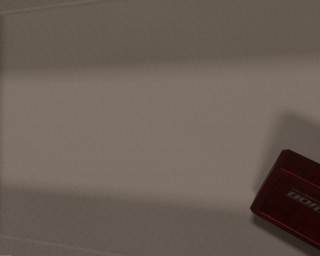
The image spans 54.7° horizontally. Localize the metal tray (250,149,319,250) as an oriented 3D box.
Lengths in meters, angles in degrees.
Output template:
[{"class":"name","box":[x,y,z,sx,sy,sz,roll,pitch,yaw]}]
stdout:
[{"class":"metal tray","box":[0.170,0.086,0.319,0.130,0.030,0.089,27,140,18]}]
